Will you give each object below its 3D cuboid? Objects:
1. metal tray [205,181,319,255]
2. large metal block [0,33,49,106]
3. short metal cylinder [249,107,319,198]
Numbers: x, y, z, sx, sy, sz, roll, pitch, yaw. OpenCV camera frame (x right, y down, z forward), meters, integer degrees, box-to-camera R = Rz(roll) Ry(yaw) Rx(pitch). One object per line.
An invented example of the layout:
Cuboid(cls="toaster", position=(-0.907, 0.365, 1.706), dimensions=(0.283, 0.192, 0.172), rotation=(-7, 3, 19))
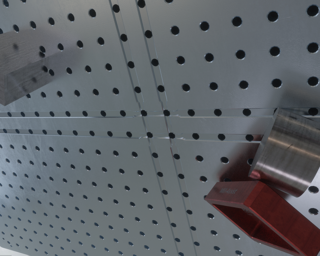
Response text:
Cuboid(cls="metal tray", position=(0.114, 0.103, 0.364), dimensions=(0.090, 0.030, 0.130), rotation=(40, 166, -1))
Cuboid(cls="large metal block", position=(-0.219, -0.086, 0.438), dimensions=(0.080, 0.080, 0.050), rotation=(29, 128, 10))
Cuboid(cls="short metal cylinder", position=(0.132, 0.025, 0.322), dimensions=(0.050, 0.080, 0.079), rotation=(23, 127, 14))
